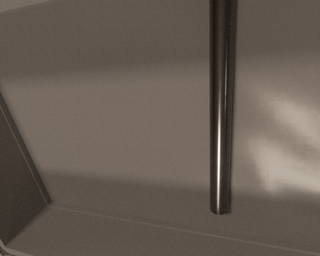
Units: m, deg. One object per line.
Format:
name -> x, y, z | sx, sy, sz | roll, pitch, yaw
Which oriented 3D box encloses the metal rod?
metal rod -> 0.071, -0.016, 0.360 | 0.025, 0.025, 0.298 | 9, 122, 23
